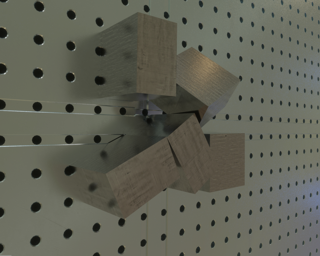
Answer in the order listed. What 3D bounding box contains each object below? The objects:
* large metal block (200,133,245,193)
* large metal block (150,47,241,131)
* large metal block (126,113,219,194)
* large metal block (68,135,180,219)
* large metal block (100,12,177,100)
[{"bbox_3d":[0.082,0.048,0.465,0.081,0.050,0.079,0,90,-40],"label":"large metal block"},{"bbox_3d":[0.042,-0.051,0.399,0.080,0.050,0.080,39,49,16],"label":"large metal block"},{"bbox_3d":[0.014,0.029,0.388,0.050,0.080,0.080,-41,115,-33],"label":"large metal block"},{"bbox_3d":[-0.039,0.048,0.342,0.081,0.080,0.050,-30,109,-36],"label":"large metal block"},{"bbox_3d":[-0.026,-0.074,0.351,0.050,0.080,0.079,1,89,-37],"label":"large metal block"}]
